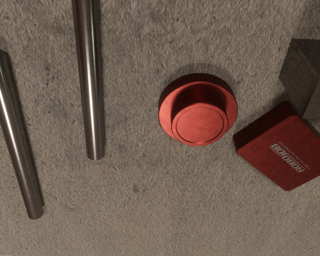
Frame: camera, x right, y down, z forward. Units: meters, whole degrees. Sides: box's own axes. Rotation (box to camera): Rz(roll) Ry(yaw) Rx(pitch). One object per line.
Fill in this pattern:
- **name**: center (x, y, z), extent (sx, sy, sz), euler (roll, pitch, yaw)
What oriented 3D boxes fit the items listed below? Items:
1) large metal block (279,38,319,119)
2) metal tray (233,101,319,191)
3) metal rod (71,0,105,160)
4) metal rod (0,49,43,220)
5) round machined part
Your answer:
- **large metal block**: center (0.185, -0.053, 0.329), extent (0.081, 0.080, 0.050), euler (2, 130, -2)
- **metal tray**: center (0.178, 0.031, 0.433), extent (0.130, 0.030, 0.090), euler (36, 121, -27)
- **metal rod**: center (-0.078, -0.076, 0.340), extent (0.025, 0.025, 0.298), euler (3, 130, -3)
- **metal rod**: center (-0.197, 0.032, 0.431), extent (0.025, 0.025, 0.298), euler (4, 130, -4)
- **round machined part**: center (0.047, -0.015, 0.384), extent (0.099, 0.042, 0.097), euler (-1, 130, 0)
